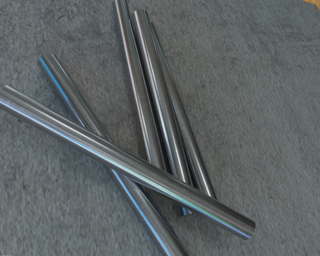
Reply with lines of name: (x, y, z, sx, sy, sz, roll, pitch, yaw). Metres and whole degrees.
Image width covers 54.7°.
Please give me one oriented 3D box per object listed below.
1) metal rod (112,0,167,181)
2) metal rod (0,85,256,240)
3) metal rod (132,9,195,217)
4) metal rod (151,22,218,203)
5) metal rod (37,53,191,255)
metal rod: (-0.032, -0.063, 0.426, 0.025, 0.025, 0.299, 1, 61, -28)
metal rod: (-0.028, 0.042, 0.330, 0.301, 0.025, 0.025, 30, 52, -9)
metal rod: (0.002, -0.034, 0.415, 0.025, 0.025, 0.299, -1, 66, -29)
metal rod: (0.021, -0.028, 0.433, 0.025, 0.025, 0.299, -4, 64, -30)
metal rod: (-0.053, 0.037, 0.353, 0.025, 0.025, 0.299, -27, 77, -37)
